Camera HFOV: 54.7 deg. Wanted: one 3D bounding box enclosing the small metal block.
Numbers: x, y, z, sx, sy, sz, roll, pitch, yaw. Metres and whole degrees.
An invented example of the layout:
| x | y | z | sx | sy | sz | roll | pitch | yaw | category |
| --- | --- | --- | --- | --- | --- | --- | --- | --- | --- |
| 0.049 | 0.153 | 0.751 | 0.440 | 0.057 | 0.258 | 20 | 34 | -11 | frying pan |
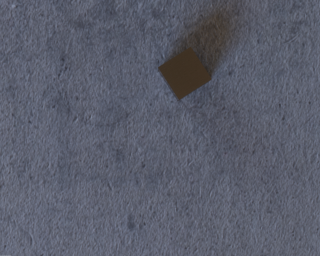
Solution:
| x | y | z | sx | sy | sz | roll | pitch | yaw | category |
| --- | --- | --- | --- | --- | --- | --- | --- | --- | --- |
| 0.032 | -0.070 | 0.410 | 0.050 | 0.025 | 0.050 | -33 | 90 | -1 | small metal block |
